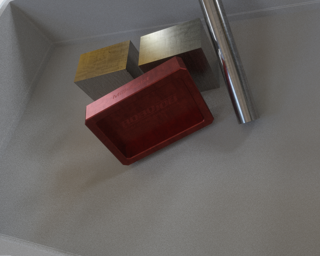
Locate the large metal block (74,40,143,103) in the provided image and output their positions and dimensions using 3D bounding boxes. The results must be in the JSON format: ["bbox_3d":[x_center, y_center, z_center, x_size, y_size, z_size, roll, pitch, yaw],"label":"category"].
[{"bbox_3d":[-0.061,-0.071,0.444,0.080,0.080,0.050,-10,58,23],"label":"large metal block"}]

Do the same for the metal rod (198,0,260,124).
[{"bbox_3d":[0.059,-0.150,0.365,0.025,0.025,0.298,-18,88,17],"label":"metal rod"}]

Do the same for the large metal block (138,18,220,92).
[{"bbox_3d":[0.027,-0.086,0.408,0.080,0.080,0.050,-12,57,21],"label":"large metal block"}]

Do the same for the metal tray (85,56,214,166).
[{"bbox_3d":[-0.012,-0.016,0.375,0.130,0.090,0.030,-28,37,10],"label":"metal tray"}]
